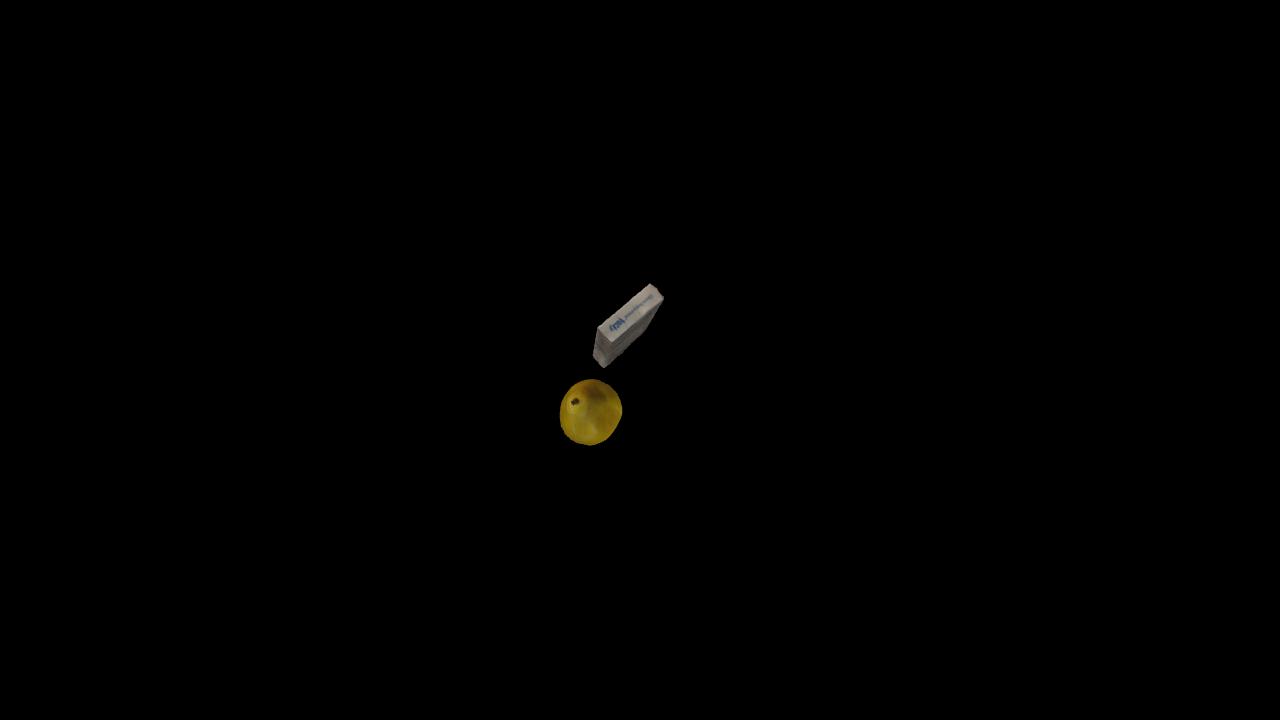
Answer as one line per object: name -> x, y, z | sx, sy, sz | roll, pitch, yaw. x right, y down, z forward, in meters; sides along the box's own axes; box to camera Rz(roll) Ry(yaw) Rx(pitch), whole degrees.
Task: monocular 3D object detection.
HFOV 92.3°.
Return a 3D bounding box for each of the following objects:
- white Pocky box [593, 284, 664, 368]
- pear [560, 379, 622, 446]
white Pocky box -> -0.019, -0.038, 0.757 | 0.084, 0.028, 0.154 | -42, -3, -12
pear -> -0.064, 0.053, 0.727 | 0.080, 0.080, 0.111 | 0, -27, 9
